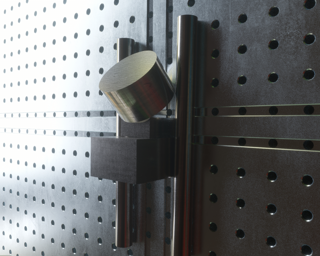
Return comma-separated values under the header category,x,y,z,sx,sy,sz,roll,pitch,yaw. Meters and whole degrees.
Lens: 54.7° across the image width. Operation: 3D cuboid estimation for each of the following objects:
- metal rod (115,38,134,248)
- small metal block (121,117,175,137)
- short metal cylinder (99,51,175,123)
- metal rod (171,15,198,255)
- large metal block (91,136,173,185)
category,x,y,z,sx,sy,sz,roll,pitch,yaw
metal rod,-0.051,0.021,0.452,0.025,0.025,0.298,1,91,40
small metal block,-0.016,-0.001,0.406,0.050,0.050,0.025,2,92,39
short metal cylinder,-0.028,-0.052,0.388,0.080,0.050,0.080,-21,36,16
metal rod,0.030,0.013,0.384,0.025,0.025,0.298,2,92,40
large metal block,-0.031,0.036,0.396,0.080,0.081,0.050,1,91,40
